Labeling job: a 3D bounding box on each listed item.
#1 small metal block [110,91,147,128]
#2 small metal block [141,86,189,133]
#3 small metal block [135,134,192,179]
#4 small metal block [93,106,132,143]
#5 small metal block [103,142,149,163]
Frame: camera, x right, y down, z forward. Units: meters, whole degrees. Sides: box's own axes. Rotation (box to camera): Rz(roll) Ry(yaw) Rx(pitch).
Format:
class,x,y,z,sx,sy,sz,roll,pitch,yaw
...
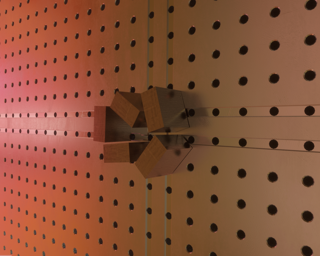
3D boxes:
class,x,y,z,sx,sy,sz,roll,pitch,yaw
small metal block,-0.030,-0.025,0.419,0.050,0.050,0.025,41,116,32
small metal block,0.007,-0.022,0.388,0.025,0.050,0.050,-21,76,38
small metal block,0.004,0.035,0.390,0.025,0.050,0.050,50,120,29
small metal block,-0.068,-0.006,0.450,0.025,0.050,0.050,5,94,40
small metal block,-0.042,0.033,0.428,0.050,0.050,0.025,-6,86,40
